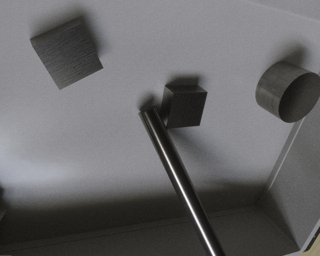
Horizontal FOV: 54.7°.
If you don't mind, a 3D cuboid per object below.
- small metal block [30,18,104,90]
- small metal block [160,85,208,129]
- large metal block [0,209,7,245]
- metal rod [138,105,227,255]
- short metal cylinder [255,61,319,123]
[{"bbox_3d":[-0.093,-0.074,0.313,0.050,0.025,0.050,-30,129,-10],"label":"small metal block"},{"bbox_3d":[0.030,-0.029,0.409,0.050,0.025,0.050,-5,121,-26],"label":"small metal block"},{"bbox_3d":[-0.214,0.139,0.334,0.050,0.080,0.079,17,111,-10],"label":"large metal block"},{"bbox_3d":[0.046,0.109,0.420,0.025,0.025,0.299,-28,102,-11],"label":"metal rod"},{"bbox_3d":[0.193,-0.054,0.467,0.081,0.050,0.079,-14,125,-21],"label":"short metal cylinder"}]
